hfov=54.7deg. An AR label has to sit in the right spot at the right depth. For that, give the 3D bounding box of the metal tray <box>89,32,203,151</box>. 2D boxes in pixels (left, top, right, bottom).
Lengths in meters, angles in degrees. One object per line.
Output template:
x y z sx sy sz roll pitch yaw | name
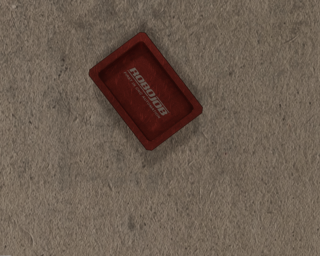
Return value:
-0.018 -0.047 0.407 0.090 0.030 0.130 -37 90 -1 | metal tray
